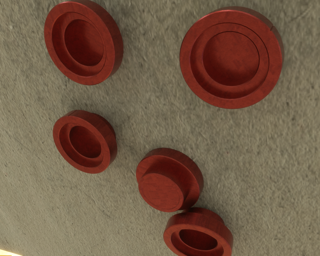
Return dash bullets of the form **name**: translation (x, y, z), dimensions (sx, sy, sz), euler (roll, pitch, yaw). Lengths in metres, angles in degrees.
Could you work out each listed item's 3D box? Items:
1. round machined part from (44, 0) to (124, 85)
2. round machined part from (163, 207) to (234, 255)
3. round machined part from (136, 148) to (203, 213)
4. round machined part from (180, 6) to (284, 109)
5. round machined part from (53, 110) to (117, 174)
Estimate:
- **round machined part**: translation (-0.087, -0.105, 0.375), dimensions (0.098, 0.042, 0.097), euler (13, 124, 20)
- **round machined part**: translation (0.058, 0.154, 0.452), dimensions (0.098, 0.042, 0.097), euler (11, 131, 13)
- **round machined part**: translation (0.009, 0.080, 0.440), dimensions (0.098, 0.042, 0.097), euler (13, 124, 20)
- **round machined part**: translation (0.073, -0.072, 0.312), dimensions (0.098, 0.042, 0.097), euler (13, 124, 20)
- **round machined part**: translation (-0.105, 0.016, 0.459), dimensions (0.098, 0.042, 0.097), euler (13, 124, 20)
